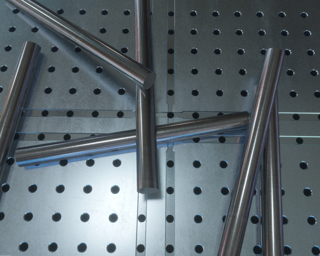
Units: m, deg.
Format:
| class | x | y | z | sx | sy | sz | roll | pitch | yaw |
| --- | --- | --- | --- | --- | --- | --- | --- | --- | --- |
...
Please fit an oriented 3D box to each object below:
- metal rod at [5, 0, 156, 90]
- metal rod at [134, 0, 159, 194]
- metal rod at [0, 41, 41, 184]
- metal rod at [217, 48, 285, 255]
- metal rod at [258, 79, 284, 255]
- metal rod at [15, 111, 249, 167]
| class | x | y | z | sx | sy | sz | roll | pitch | yaw |
| --- | --- | --- | --- | --- | --- | --- | --- | --- | --- |
| metal rod | -0.129 | -0.137 | 0.437 | 0.300 | 0.025 | 0.025 | 34 | 73 | 21 |
| metal rod | -0.021 | -0.063 | 0.416 | 0.025 | 0.025 | 0.299 | -3 | 63 | -1 |
| metal rod | -0.206 | 0.020 | 0.403 | 0.025 | 0.025 | 0.299 | 7 | 70 | 2 |
| metal rod | 0.112 | 0.038 | 0.382 | 0.025 | 0.025 | 0.299 | 16 | 76 | 6 |
| metal rod | 0.138 | 0.071 | 0.386 | 0.025 | 0.025 | 0.299 | 5 | 70 | 2 |
| metal rod | -0.031 | 0.014 | 0.406 | 0.302 | 0.025 | 0.025 | -9 | 70 | -4 |
